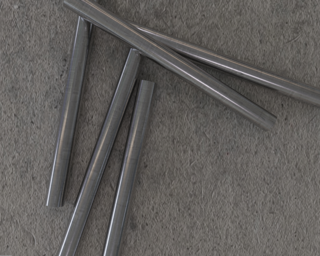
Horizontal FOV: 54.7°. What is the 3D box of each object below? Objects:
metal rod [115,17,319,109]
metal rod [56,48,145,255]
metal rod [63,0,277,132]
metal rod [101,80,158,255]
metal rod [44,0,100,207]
[{"bbox_3d":[0.085,-0.084,0.410,0.301,0.025,0.025,20,90,0],"label":"metal rod"},{"bbox_3d":[-0.079,0.041,0.409,0.025,0.025,0.299,19,90,0],"label":"metal rod"},{"bbox_3d":[0.018,-0.082,0.393,0.301,0.025,0.025,31,90,-7],"label":"metal rod"},{"bbox_3d":[-0.047,0.085,0.409,0.025,0.025,0.298,12,90,0],"label":"metal rod"},{"bbox_3d":[-0.114,-0.046,0.408,0.025,0.025,0.298,10,90,0],"label":"metal rod"}]
